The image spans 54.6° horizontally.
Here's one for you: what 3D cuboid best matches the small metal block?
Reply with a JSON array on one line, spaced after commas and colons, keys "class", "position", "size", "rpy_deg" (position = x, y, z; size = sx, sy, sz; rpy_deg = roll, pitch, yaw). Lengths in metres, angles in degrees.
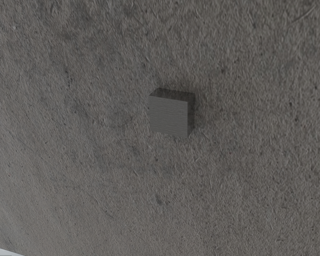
[{"class": "small metal block", "position": [0.015, -0.019, 0.387], "size": [0.050, 0.025, 0.050], "rpy_deg": [11, 123, 22]}]
